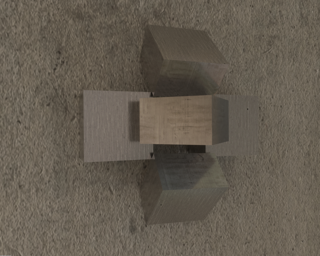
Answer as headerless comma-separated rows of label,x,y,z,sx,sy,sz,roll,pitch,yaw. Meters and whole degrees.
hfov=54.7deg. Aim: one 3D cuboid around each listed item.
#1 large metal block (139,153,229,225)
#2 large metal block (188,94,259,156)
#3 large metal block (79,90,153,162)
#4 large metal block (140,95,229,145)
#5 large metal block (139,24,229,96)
large metal block,0.026,0.076,0.385,0.081,0.079,0.050,1,47,-19
large metal block,0.087,-0.004,0.427,0.081,0.050,0.079,0,90,-21
large metal block,-0.055,-0.003,0.377,0.081,0.050,0.079,-1,90,-21
large metal block,0.031,-0.008,0.358,0.080,0.080,0.050,0,91,24
large metal block,0.026,-0.083,0.385,0.081,0.080,0.050,0,134,-20
